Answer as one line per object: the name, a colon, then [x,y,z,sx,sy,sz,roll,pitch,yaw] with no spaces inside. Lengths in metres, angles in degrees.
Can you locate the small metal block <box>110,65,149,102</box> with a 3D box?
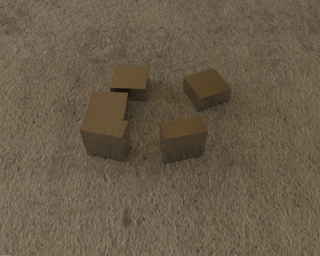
small metal block: [-0.044,-0.066,0.459,0.050,0.025,0.050,2,50,2]

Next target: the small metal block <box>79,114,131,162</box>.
small metal block: [-0.064,0.013,0.375,0.050,0.050,0.025,10,51,8]

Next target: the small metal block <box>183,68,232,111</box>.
small metal block: [0.068,-0.057,0.451,0.050,0.025,0.050,-19,53,-16]

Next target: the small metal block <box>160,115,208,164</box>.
small metal block: [0.027,0.015,0.375,0.050,0.050,0.025,-10,51,-9]

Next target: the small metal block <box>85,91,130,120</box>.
small metal block: [-0.070,-0.023,0.422,0.050,0.025,0.050,2,50,1]
